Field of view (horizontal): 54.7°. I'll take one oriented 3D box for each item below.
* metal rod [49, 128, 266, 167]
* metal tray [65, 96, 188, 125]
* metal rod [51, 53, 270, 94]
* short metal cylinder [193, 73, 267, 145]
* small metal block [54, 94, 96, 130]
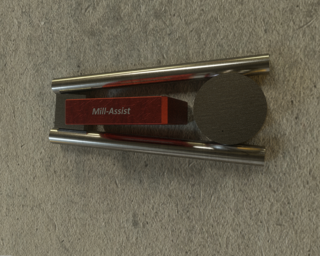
[{"bbox_3d":[-0.017,0.022,0.416,0.301,0.025,0.025,5,92,19],"label":"metal rod"},{"bbox_3d":[-0.039,-0.019,0.388,0.130,0.090,0.030,0,90,20],"label":"metal tray"},{"bbox_3d":[-0.013,-0.069,0.415,0.301,0.025,0.025,-3,89,19],"label":"metal rod"},{"bbox_3d":[0.085,-0.021,0.366,0.080,0.050,0.079,0,90,20],"label":"short metal cylinder"},{"bbox_3d":[-0.125,-0.023,0.455,0.050,0.025,0.050,5,92,19],"label":"small metal block"}]
